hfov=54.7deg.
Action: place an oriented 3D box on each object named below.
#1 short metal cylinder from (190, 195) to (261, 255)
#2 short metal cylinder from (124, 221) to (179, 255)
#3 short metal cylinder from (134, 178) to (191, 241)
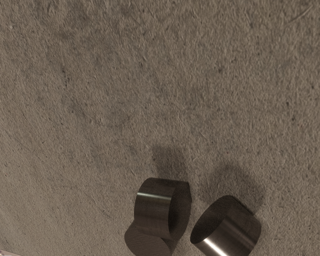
[{"bbox_3d":[0.086,0.136,0.410,0.050,0.080,0.080,42,129,-1],"label":"short metal cylinder"},{"bbox_3d":[-0.010,0.173,0.502,0.080,0.050,0.079,13,124,20],"label":"short metal cylinder"},{"bbox_3d":[0.006,0.112,0.436,0.050,0.080,0.079,3,120,27],"label":"short metal cylinder"}]
